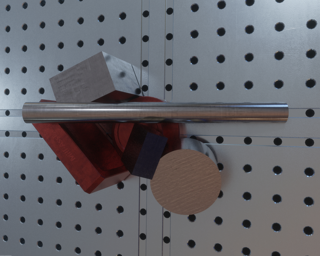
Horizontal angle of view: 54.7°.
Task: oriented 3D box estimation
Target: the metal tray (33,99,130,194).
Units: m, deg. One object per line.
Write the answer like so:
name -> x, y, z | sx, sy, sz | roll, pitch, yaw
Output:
metal tray -> -0.102, 0.021, 0.412 | 0.030, 0.090, 0.130 | -45, 76, 14

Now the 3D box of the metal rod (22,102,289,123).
metal rod -> -0.005, -0.018, 0.363 | 0.302, 0.025, 0.025 | 0, 90, 0

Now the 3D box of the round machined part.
round machined part -> -0.021, 0.006, 0.413 | 0.098, 0.042, 0.097 | 0, 90, 19

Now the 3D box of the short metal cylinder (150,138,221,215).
short metal cylinder -> 0.031, 0.057, 0.375 | 0.080, 0.050, 0.079 | 1, 102, 4

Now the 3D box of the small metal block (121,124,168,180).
small metal block -> -0.020, 0.025, 0.359 | 0.025, 0.050, 0.050 | 19, 96, -24

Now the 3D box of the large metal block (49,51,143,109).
large metal block -> -0.081, -0.053, 0.409 | 0.080, 0.080, 0.050 | -22, 83, 18
